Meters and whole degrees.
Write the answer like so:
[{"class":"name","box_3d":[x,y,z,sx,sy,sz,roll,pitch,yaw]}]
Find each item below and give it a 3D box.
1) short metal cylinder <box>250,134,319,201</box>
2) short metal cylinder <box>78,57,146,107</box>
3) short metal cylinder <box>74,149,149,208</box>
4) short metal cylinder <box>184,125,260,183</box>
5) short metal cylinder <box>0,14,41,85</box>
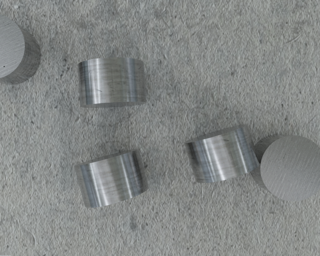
[{"class":"short metal cylinder","box_3d":[0.161,0.048,0.399,0.081,0.050,0.080,0,90,0]},{"class":"short metal cylinder","box_3d":[-0.058,-0.053,0.382,0.080,0.080,0.050,-4,90,0]},{"class":"short metal cylinder","box_3d":[-0.059,0.060,0.382,0.080,0.080,0.050,-15,90,0]},{"class":"short metal cylinder","box_3d":[0.076,0.031,0.383,0.080,0.080,0.050,-17,90,0]},{"class":"short metal cylinder","box_3d":[-0.202,-0.098,0.396,0.081,0.050,0.080,0,90,0]}]
